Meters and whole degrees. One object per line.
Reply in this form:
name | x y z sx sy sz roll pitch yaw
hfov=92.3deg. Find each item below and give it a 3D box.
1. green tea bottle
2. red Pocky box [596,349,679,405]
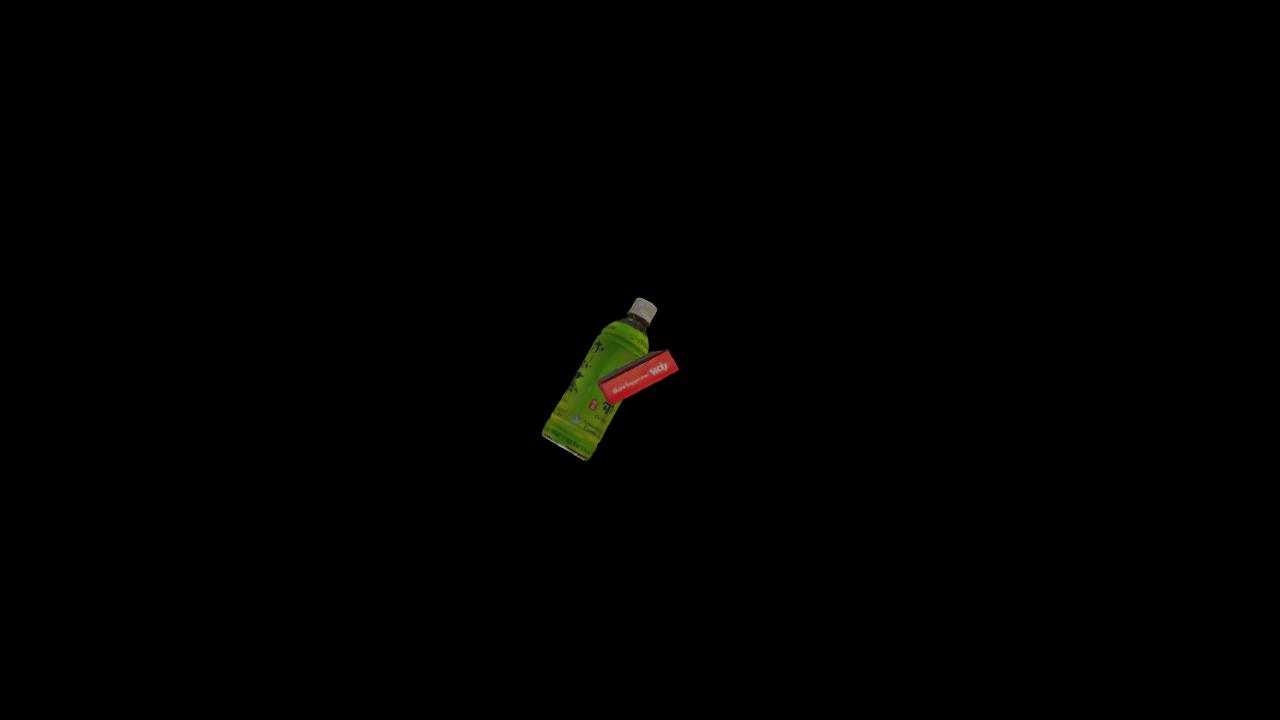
green tea bottle | -0.042 0.018 0.767 0.073 0.212 0.073 27 -12 6
red Pocky box | -0.008 0.018 0.706 0.083 0.028 0.155 -26 2 -5
